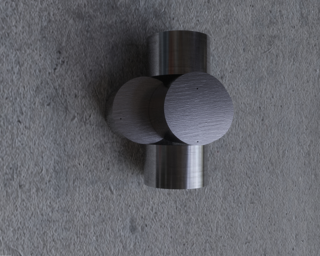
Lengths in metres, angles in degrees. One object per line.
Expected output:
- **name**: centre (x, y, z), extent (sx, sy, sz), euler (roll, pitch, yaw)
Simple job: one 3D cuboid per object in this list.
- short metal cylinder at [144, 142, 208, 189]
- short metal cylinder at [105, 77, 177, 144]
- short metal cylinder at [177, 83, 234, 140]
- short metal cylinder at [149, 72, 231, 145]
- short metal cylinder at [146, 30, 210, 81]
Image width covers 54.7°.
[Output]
- **short metal cylinder**: centre (0.020, 0.044, 0.390), extent (0.081, 0.080, 0.050), euler (0, 90, -20)
- **short metal cylinder**: centre (-0.025, -0.021, 0.388), extent (0.081, 0.050, 0.079), euler (0, 90, -21)
- **short metal cylinder**: centre (0.050, -0.022, 0.417), extent (0.081, 0.050, 0.079), euler (0, 90, -21)
- **short metal cylinder**: centre (0.033, -0.021, 0.356), extent (0.081, 0.050, 0.079), euler (0, 90, -21)
- **short metal cylinder**: centre (0.023, -0.086, 0.391), extent (0.081, 0.080, 0.050), euler (0, 90, -20)
